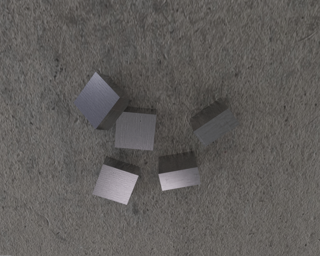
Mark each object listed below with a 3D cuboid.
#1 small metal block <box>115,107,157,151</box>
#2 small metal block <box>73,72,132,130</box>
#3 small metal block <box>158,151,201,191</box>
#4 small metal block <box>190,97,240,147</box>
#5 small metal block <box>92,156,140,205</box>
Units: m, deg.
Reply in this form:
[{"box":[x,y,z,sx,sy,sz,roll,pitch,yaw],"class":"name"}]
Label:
[{"box":[-0.032,0.000,0.409,0.050,0.025,0.050,5,110,-2],"class":"small metal block"},{"box":[-0.072,-0.033,0.384,0.050,0.025,0.050,46,107,23],"class":"small metal block"},{"box":[0.025,0.056,0.417,0.050,0.050,0.025,-11,110,4],"class":"small metal block"},{"box":[0.068,-0.009,0.394,0.050,0.050,0.025,-35,107,12],"class":"small metal block"},{"box":[-0.061,0.074,0.436,0.050,0.025,0.050,19,109,-7],"class":"small metal block"}]
